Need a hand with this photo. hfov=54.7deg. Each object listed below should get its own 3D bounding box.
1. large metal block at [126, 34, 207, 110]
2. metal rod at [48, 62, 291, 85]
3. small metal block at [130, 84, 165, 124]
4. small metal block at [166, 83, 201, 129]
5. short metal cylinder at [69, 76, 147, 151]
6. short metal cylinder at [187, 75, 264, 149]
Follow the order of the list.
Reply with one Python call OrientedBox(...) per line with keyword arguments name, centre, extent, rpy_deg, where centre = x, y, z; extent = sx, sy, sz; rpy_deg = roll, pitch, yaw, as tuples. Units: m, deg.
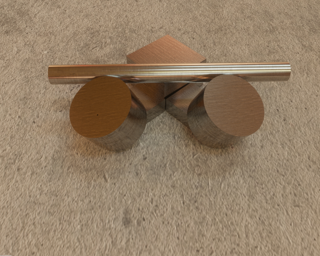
OrientedBox(name="large metal block", centre=(0.009, -0.084, 0.457), extent=(0.080, 0.050, 0.080), rpy_deg=(-35, 58, -26))
OrientedBox(name="metal rod", centre=(0.013, -0.070, 0.397), extent=(0.302, 0.025, 0.025), rpy_deg=(-1, 50, -1))
OrientedBox(name="small metal block", centre=(-0.028, -0.032, 0.431), extent=(0.050, 0.025, 0.050), rpy_deg=(-35, 59, -27))
OrientedBox(name="small metal block", centre=(0.044, -0.031, 0.430), extent=(0.050, 0.025, 0.050), rpy_deg=(-36, 59, -26))
OrientedBox(name="short metal cylinder", centre=(-0.063, -0.017, 0.383), extent=(0.080, 0.050, 0.080), rpy_deg=(-7, 66, 17))
OrientedBox(name="short metal cylinder", centre=(0.081, -0.019, 0.387), extent=(0.081, 0.050, 0.080), rpy_deg=(7, 68, -16))
